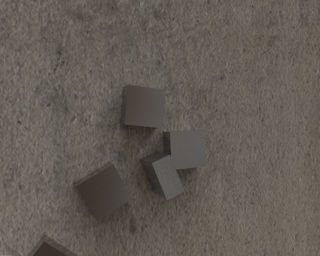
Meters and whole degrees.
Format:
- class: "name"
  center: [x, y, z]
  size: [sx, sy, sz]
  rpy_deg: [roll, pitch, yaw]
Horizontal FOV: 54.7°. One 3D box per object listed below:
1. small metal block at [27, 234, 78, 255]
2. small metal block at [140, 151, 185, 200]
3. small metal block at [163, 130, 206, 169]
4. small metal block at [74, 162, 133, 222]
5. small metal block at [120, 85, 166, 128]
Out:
- class: "small metal block"
  center: [-0.131, 0.163, 0.361]
  size: [0.050, 0.025, 0.050]
  rpy_deg: [41, 77, -16]
- class: "small metal block"
  center: [0.002, 0.060, 0.397]
  size: [0.025, 0.050, 0.050]
  rpy_deg: [-24, 99, -19]
- class: "small metal block"
  center: [0.033, 0.029, 0.423]
  size: [0.050, 0.025, 0.050]
  rpy_deg: [-3, 91, -20]
- class: "small metal block"
  center: [-0.070, 0.078, 0.384]
  size: [0.050, 0.025, 0.050]
  rpy_deg: [-30, 100, -18]
- class: "small metal block"
  center: [-0.022, -0.027, 0.402]
  size: [0.050, 0.025, 0.050]
  rpy_deg: [6, 88, -20]
